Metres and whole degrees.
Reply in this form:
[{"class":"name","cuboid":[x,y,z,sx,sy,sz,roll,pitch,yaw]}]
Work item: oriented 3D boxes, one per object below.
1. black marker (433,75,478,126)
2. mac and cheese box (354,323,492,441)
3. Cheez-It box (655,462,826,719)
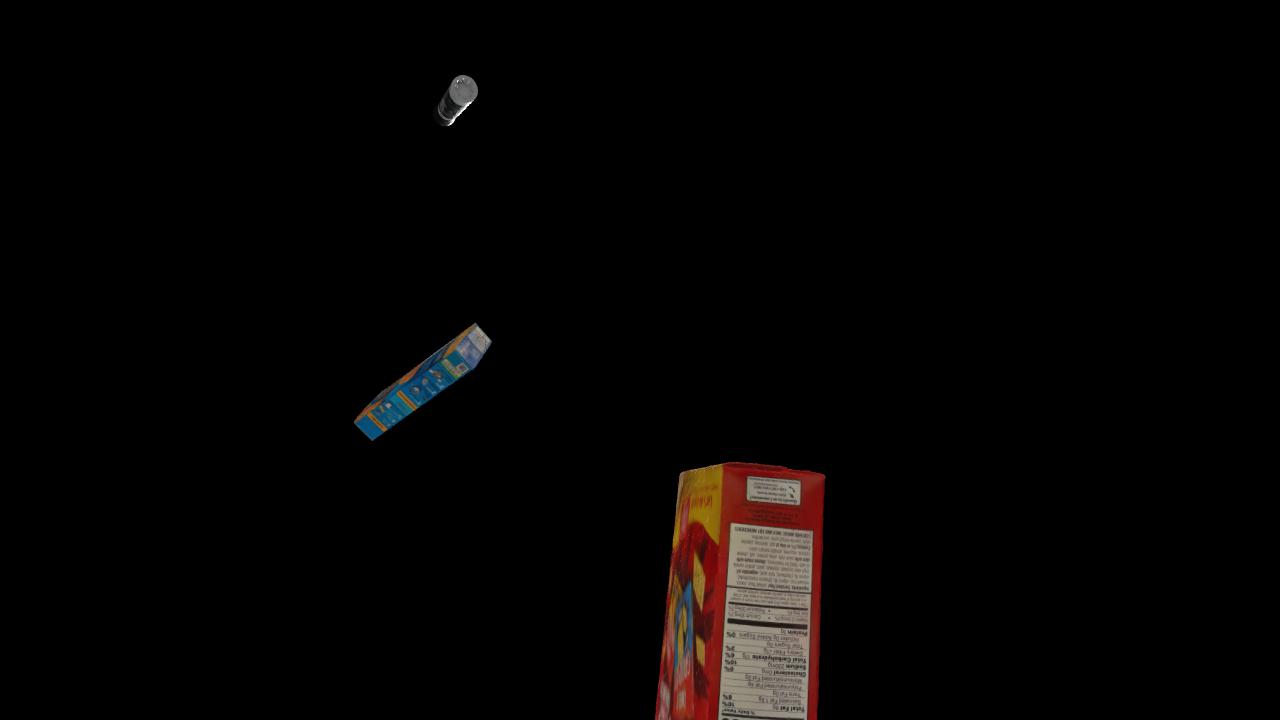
[{"class":"black marker","cuboid":[-0.150,-0.205,0.493,0.020,0.020,0.121,0,11,-25]},{"class":"mac and cheese box","cuboid":[-0.284,0.028,0.813,0.184,0.041,0.093,-33,20,16]},{"class":"Cheez-It box","cuboid":[0.058,0.184,0.405,0.071,0.223,0.166,7,-13,-4]}]
